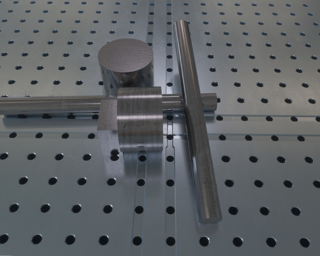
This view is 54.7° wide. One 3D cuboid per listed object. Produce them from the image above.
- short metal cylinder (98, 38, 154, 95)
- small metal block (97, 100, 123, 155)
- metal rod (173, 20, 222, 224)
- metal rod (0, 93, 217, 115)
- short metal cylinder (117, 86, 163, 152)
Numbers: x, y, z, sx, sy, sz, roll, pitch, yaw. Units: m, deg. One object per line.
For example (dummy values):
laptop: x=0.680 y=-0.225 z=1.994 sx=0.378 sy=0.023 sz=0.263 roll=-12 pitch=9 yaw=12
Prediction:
short metal cylinder: x=-0.050 y=-0.091 z=0.467 sx=0.081 sy=0.050 sz=0.080 roll=0 pitch=50 yaw=0
small metal block: x=-0.061 y=-0.001 z=0.392 sx=0.025 sy=0.050 sz=0.050 roll=-1 pitch=50 yaw=-1
metal rod: x=0.043 y=-0.030 z=0.404 sx=0.025 sy=0.025 sz=0.299 roll=-3 pitch=59 yaw=-3
metal rod: x=-0.072 y=-0.034 z=0.435 sx=0.302 sy=0.025 sz=0.025 roll=-1 pitch=50 yaw=-2
short metal cylinder: x=-0.023 y=-0.011 z=0.381 sx=0.050 sy=0.080 sz=0.080 roll=-2 pitch=50 yaw=-1
